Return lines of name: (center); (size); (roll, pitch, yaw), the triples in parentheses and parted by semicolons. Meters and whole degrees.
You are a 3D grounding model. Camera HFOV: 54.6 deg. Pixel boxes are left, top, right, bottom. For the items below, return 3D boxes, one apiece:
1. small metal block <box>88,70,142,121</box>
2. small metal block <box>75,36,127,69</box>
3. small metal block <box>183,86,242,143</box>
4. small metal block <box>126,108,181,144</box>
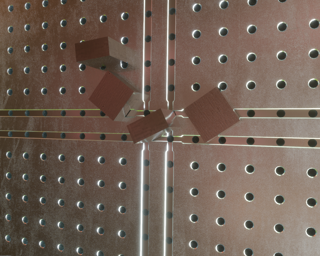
small metal block: (-0.063, -0.044, 0.436); (0.050, 0.025, 0.050); (40, 103, 15)
small metal block: (-0.080, -0.103, 0.428); (0.050, 0.050, 0.025); (-6, 88, 20)
small metal block: (0.066, -0.016, 0.389); (0.050, 0.025, 0.050); (-35, 79, 16)
small metal block: (-0.007, -0.002, 0.402); (0.050, 0.050, 0.025); (-26, 81, 18)
